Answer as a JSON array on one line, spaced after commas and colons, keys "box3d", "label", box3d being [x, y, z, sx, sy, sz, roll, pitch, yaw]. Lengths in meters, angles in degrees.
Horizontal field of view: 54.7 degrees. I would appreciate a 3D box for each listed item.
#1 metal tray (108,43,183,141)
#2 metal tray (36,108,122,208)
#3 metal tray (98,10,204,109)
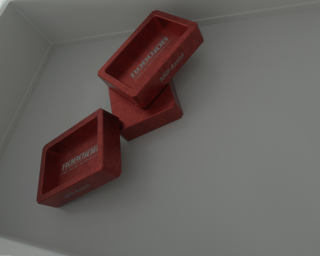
[{"box3d": [-0.027, -0.055, 0.449, 0.090, 0.030, 0.130, -24, 53, 13], "label": "metal tray"}, {"box3d": [-0.109, 0.042, 0.410, 0.130, 0.030, 0.090, -29, 51, 28], "label": "metal tray"}, {"box3d": [-0.014, -0.099, 0.429, 0.090, 0.030, 0.130, 34, 80, 38], "label": "metal tray"}]
